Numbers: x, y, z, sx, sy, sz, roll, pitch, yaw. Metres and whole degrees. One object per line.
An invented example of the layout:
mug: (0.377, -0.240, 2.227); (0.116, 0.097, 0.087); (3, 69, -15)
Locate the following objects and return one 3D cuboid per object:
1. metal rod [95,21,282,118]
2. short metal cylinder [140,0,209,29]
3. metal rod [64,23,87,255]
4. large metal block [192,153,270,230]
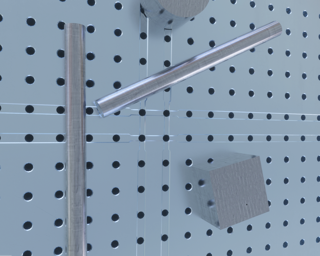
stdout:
metal rod: (0.052, -0.089, 0.433); (0.302, 0.025, 0.025); (-27, 99, -18)
short metal cylinder: (0.019, -0.178, 0.407); (0.081, 0.050, 0.079); (0, 90, -21)
metal rod: (-0.102, 0.026, 0.375); (0.025, 0.025, 0.298); (0, 90, -20)
large metal block: (0.099, 0.085, 0.438); (0.081, 0.050, 0.080); (-13, 95, -20)
